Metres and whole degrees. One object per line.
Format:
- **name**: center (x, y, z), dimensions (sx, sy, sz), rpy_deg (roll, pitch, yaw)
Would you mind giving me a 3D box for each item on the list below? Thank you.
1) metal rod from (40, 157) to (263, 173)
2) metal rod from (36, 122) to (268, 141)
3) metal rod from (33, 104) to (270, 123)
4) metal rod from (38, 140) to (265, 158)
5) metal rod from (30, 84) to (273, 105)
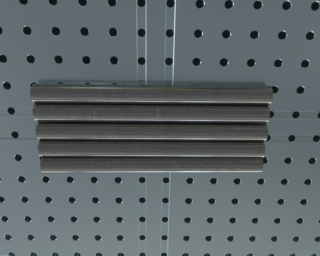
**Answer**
- **metal rod**: center (-0.010, 0.050, 0.432), dimensions (0.302, 0.025, 0.025), rpy_deg (0, 110, -1)
- **metal rod**: center (-0.010, 0.005, 0.415), dimensions (0.302, 0.025, 0.025), rpy_deg (0, 110, -1)
- **metal rod**: center (-0.010, -0.020, 0.406), dimensions (0.302, 0.025, 0.025), rpy_deg (0, 110, -1)
- **metal rod**: center (-0.010, 0.028, 0.423), dimensions (0.302, 0.025, 0.025), rpy_deg (0, 110, -1)
- **metal rod**: center (-0.009, -0.043, 0.397), dimensions (0.302, 0.025, 0.025), rpy_deg (0, 110, -1)
